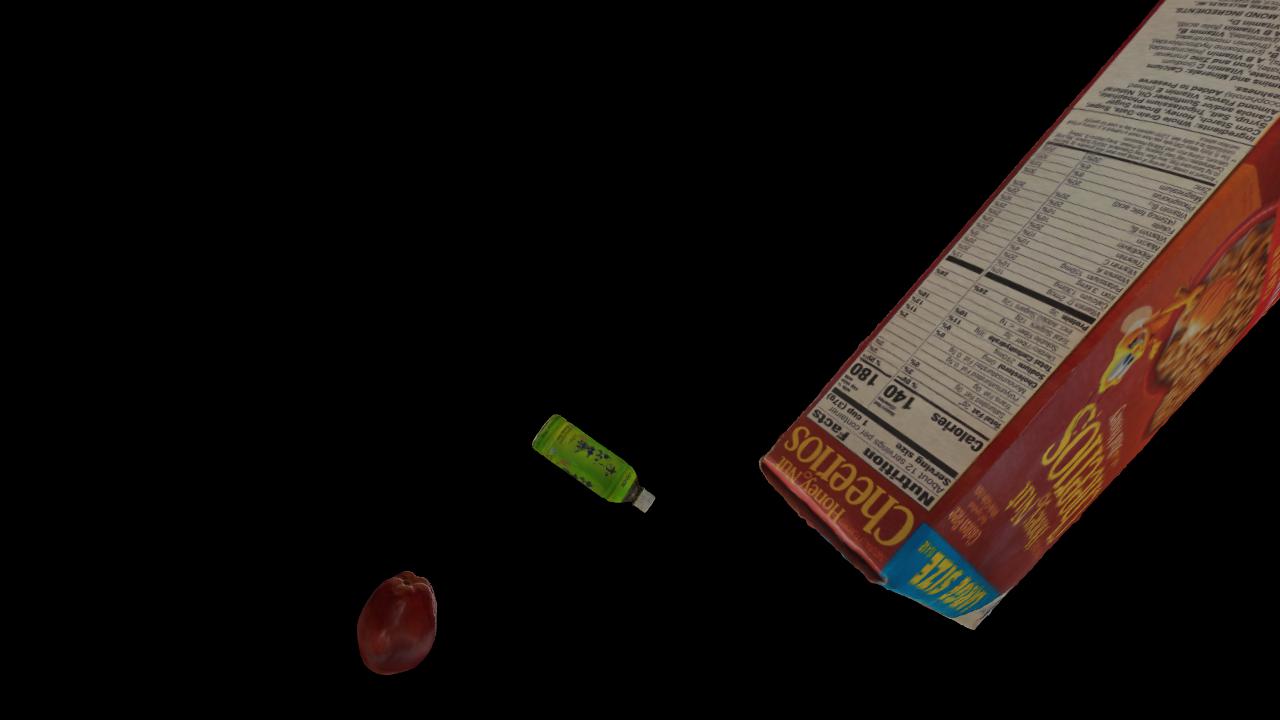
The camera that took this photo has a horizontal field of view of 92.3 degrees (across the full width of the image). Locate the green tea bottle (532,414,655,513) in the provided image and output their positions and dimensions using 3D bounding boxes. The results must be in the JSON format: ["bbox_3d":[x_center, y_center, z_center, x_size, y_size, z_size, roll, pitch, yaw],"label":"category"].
[{"bbox_3d":[-0.069,0.171,0.985,0.212,0.073,0.073,33,2,3],"label":"green tea bottle"}]

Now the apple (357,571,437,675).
[{"bbox_3d":[-0.238,0.260,0.606,0.079,0.093,0.079,18,6,-2],"label":"apple"}]

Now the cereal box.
[{"bbox_3d":[0.215,-0.012,0.296,0.203,0.306,0.081,37,4,-46],"label":"cereal box"}]
